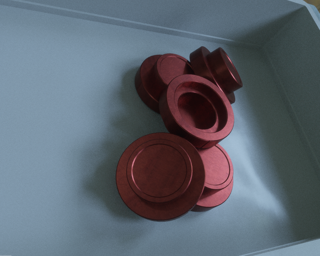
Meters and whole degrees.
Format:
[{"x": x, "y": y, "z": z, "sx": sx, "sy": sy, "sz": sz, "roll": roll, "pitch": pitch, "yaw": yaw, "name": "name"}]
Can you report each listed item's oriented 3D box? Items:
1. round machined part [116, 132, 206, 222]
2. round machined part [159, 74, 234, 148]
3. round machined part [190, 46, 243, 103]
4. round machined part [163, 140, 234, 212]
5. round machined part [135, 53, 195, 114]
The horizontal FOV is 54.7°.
[{"x": 0.000, "y": 0.050, "z": 0.337, "sx": 0.099, "sy": 0.042, "sz": 0.098, "roll": -1, "pitch": 69, "yaw": 3, "name": "round machined part"}, {"x": 0.043, "y": -0.018, "z": 0.400, "sx": 0.099, "sy": 0.042, "sz": 0.098, "roll": 14, "pitch": 56, "yaw": -21, "name": "round machined part"}, {"x": 0.089, "y": -0.081, "z": 0.465, "sx": 0.098, "sy": 0.042, "sz": 0.098, "roll": 44, "pitch": 29, "yaw": -32, "name": "round machined part"}, {"x": 0.053, "y": 0.052, "z": 0.391, "sx": 0.099, "sy": 0.042, "sz": 0.098, "roll": 14, "pitch": 56, "yaw": -21, "name": "round machined part"}, {"x": 0.017, "y": -0.068, "z": 0.444, "sx": 0.099, "sy": 0.042, "sz": 0.098, "roll": 14, "pitch": 56, "yaw": -21, "name": "round machined part"}]
